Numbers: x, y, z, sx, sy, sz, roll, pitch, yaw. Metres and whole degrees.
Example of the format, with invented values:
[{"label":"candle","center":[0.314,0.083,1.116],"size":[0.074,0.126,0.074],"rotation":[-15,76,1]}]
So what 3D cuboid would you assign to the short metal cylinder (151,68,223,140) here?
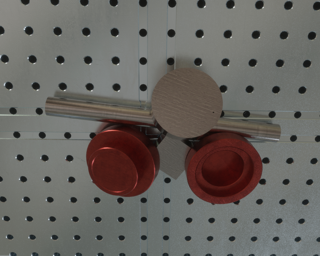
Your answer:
[{"label":"short metal cylinder","center":[0.029,-0.026,0.371],"size":[0.081,0.050,0.080],"rotation":[0,85,-4]}]

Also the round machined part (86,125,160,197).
[{"label":"round machined part","center":[-0.053,0.048,0.404],"size":[0.098,0.042,0.097],"rotation":[6,112,16]}]

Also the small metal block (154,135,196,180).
[{"label":"small metal block","center":[0.016,0.034,0.422],"size":[0.050,0.025,0.050],"rotation":[35,106,-12]}]

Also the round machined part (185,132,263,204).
[{"label":"round machined part","center":[0.083,0.050,0.417],"size":[0.099,0.042,0.097],"rotation":[-1,113,-3]}]

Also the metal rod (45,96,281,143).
[{"label":"metal rod","center":[0.006,-0.011,0.406],"size":[0.302,0.025,0.025],"rotation":[7,110,-3]}]
